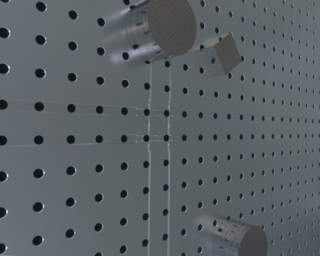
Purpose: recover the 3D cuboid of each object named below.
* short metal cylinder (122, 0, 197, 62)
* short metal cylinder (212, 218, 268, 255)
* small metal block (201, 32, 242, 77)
[{"bbox_3d":[0.000,-0.128,0.393,0.081,0.050,0.079,0,90,-40],"label":"short metal cylinder"},{"bbox_3d":[0.130,0.193,0.502,0.081,0.050,0.079,0,90,-40],"label":"short metal cylinder"},{"bbox_3d":[0.098,-0.116,0.491,0.050,0.025,0.050,-42,115,-32],"label":"small metal block"}]
